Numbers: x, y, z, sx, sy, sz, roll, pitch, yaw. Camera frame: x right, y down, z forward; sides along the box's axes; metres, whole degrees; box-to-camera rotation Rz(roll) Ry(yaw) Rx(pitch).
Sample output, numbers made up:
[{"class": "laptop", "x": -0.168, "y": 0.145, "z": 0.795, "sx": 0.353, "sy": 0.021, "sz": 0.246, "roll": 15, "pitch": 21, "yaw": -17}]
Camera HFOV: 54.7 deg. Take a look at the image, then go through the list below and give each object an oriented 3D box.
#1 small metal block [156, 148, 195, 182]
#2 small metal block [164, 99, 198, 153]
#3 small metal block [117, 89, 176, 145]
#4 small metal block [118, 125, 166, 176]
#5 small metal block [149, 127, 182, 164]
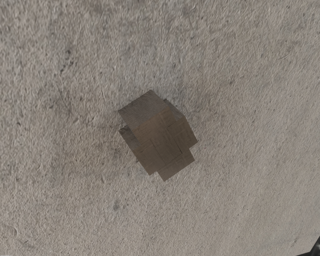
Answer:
[{"class": "small metal block", "x": 0.011, "y": 0.037, "z": 0.422, "sx": 0.050, "sy": 0.050, "sz": 0.025, "roll": -34, "pitch": 129, "yaw": -6}, {"class": "small metal block", "x": 0.018, "y": -0.003, "z": 0.401, "sx": 0.025, "sy": 0.050, "sz": 0.050, "roll": -35, "pitch": 129, "yaw": -5}, {"class": "small metal block", "x": -0.017, "y": -0.015, "z": 0.375, "sx": 0.050, "sy": 0.050, "sz": 0.025, "roll": -34, "pitch": 129, "yaw": -6}, {"class": "small metal block", "x": -0.023, "y": 0.025, "z": 0.395, "sx": 0.025, "sy": 0.050, "sz": 0.050, "roll": -35, "pitch": 129, "yaw": -6}, {"class": "small metal block", "x": -0.003, "y": 0.011, "z": 0.398, "sx": 0.025, "sy": 0.050, "sz": 0.050, "roll": -35, "pitch": 129, "yaw": -6}]
